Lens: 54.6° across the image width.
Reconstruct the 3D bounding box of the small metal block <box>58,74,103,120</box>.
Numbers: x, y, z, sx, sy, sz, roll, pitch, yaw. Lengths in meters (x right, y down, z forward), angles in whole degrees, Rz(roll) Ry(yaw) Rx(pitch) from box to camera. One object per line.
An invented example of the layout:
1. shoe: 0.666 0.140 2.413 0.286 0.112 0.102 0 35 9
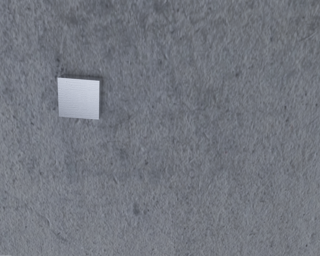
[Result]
1. small metal block: -0.100 -0.040 0.394 0.050 0.025 0.050 4 110 -2
